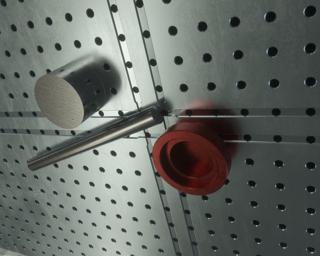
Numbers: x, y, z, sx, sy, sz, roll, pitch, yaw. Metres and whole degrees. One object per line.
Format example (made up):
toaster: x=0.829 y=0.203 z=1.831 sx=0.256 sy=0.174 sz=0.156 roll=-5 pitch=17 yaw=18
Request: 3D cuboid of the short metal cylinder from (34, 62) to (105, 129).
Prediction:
short metal cylinder: x=-0.124 y=-0.045 z=0.431 sx=0.080 sy=0.050 sz=0.079 roll=13 pitch=124 yaw=20

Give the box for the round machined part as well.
round machined part: x=0.043 y=0.035 z=0.398 sx=0.098 sy=0.042 sz=0.097 roll=13 pitch=124 yaw=20

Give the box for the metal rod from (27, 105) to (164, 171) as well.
metal rod: x=-0.118 y=0.025 z=0.486 sx=0.300 sy=0.025 sz=0.025 roll=-20 pitch=108 yaw=35
